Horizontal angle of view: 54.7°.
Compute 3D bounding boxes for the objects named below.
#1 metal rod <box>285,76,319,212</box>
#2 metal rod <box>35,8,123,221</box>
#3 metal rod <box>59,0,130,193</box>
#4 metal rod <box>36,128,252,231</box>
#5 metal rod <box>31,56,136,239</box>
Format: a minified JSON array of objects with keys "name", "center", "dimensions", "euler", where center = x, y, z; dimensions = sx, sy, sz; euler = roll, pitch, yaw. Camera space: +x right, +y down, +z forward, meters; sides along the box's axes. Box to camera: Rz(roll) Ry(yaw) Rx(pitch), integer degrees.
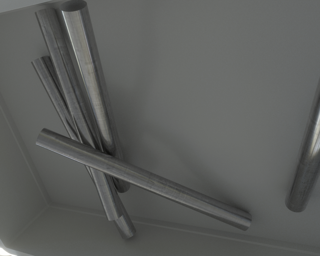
[{"name":"metal rod","center":[0.139,0.000,0.265],"dimensions":[0.025,0.025,0.299],"euler":[11,146,22]},{"name":"metal rod","center":[-0.107,-0.009,0.427],"dimensions":[0.025,0.025,0.298],"euler":[-8,106,31]},{"name":"metal rod","center":[-0.070,-0.009,0.390],"dimensions":[0.025,0.025,0.298],"euler":[16,140,19]},{"name":"metal rod","center":[-0.018,0.070,0.417],"dimensions":[0.301,0.025,0.025],"euler":[23,128,-4]},{"name":"metal rod","center":[-0.110,0.036,0.466],"dimensions":[0.025,0.025,0.299],"euler":[-16,104,34]}]
